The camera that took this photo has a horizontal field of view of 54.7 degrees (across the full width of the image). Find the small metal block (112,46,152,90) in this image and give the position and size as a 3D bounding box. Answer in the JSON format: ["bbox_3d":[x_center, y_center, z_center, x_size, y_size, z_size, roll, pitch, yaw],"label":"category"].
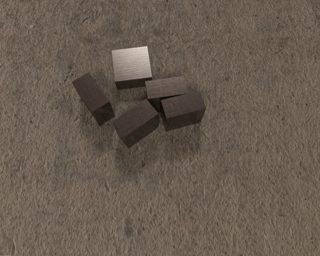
[{"bbox_3d":[-0.039,-0.085,0.439,0.050,0.025,0.050,-8,70,-3],"label":"small metal block"}]

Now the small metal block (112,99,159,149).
[{"bbox_3d":[-0.029,-0.004,0.396,0.050,0.050,0.025,-36,74,-12],"label":"small metal block"}]

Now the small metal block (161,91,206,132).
[{"bbox_3d":[0.029,-0.021,0.403,0.050,0.050,0.025,-15,71,-6],"label":"small metal block"}]

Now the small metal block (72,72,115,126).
[{"bbox_3d":[-0.086,-0.037,0.407,0.025,0.050,0.050,-34,74,-11],"label":"small metal block"}]

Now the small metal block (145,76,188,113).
[{"bbox_3d":[0.008,-0.042,0.411,0.050,0.050,0.025,-8,70,-3],"label":"small metal block"}]
